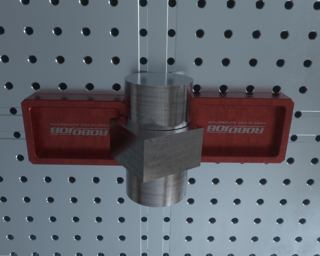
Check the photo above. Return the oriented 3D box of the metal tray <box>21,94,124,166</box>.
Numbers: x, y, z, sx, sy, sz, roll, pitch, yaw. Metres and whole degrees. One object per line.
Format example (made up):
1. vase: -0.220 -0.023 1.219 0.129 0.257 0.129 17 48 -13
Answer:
1. metal tray: -0.107 0.003 0.410 0.131 0.030 0.089 1 110 -1

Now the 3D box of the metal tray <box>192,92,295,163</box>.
1. metal tray: 0.102 0.000 0.411 0.131 0.030 0.089 1 110 -1

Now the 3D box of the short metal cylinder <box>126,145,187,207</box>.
1. short metal cylinder: -0.004 0.059 0.405 0.081 0.080 0.050 2 110 -1

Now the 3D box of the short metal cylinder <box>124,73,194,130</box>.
1. short metal cylinder: -0.002 -0.035 0.371 0.081 0.080 0.050 1 110 -1

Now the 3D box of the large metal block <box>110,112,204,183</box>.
1. large metal block: -0.006 0.017 0.375 0.081 0.080 0.050 -11 114 -33
